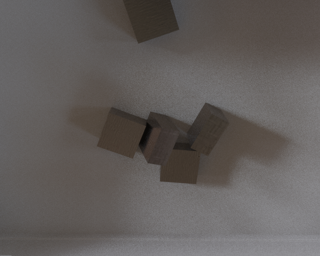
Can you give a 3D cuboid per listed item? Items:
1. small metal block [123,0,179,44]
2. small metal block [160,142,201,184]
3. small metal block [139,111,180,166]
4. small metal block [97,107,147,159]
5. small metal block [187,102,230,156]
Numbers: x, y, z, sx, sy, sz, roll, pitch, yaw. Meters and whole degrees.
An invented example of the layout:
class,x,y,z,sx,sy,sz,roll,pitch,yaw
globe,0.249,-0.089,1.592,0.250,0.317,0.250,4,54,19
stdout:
class,x,y,z,sx,sy,sz,roll,pitch,yaw
small metal block,-0.010,-0.132,0.362,0.050,0.025,0.050,-18,109,6
small metal block,0.027,0.048,0.430,0.050,0.025,0.050,5,110,-2
small metal block,-0.003,0.013,0.400,0.025,0.050,0.050,13,111,-24
small metal block,-0.050,0.006,0.413,0.050,0.025,0.050,20,109,-8
small metal block,0.060,0.001,0.399,0.025,0.050,0.050,27,108,-10
